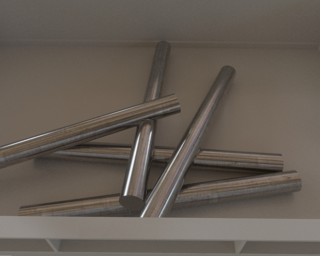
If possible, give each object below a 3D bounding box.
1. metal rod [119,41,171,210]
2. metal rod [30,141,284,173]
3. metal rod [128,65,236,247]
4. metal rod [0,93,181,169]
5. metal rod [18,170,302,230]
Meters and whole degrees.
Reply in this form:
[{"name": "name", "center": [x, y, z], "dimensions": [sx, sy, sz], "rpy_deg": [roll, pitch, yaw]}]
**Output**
[{"name": "metal rod", "center": [-0.011, -0.031, 0.406], "dimensions": [0.025, 0.025, 0.300], "rpy_deg": [5, 44, 4]}, {"name": "metal rod", "center": [-0.008, 0.034, 0.375], "dimensions": [0.302, 0.025, 0.025], "rpy_deg": [4, 50, 2]}, {"name": "metal rod", "center": [0.044, 0.006, 0.373], "dimensions": [0.025, 0.025, 0.301], "rpy_deg": [19, 45, 15]}, {"name": "metal rod", "center": [-0.122, 0.015, 0.356], "dimensions": [0.302, 0.025, 0.025], "rpy_deg": [-18, 52, -8]}, {"name": "metal rod", "center": [0.006, 0.077, 0.338], "dimensions": [0.302, 0.025, 0.025], "rpy_deg": [-6, 51, -6]}]
